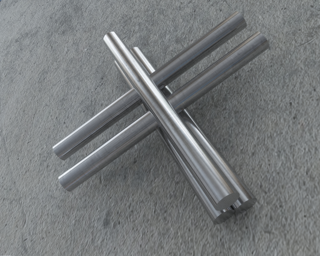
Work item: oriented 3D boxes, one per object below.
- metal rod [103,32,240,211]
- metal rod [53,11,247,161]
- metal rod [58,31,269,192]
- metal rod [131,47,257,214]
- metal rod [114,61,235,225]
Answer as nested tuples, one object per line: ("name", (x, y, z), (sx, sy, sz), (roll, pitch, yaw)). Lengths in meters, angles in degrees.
("metal rod", (-0.006, -0.033, 0.363), (0.025, 0.025, 0.300), (-37, 51, 3))
("metal rod", (-0.016, -0.054, 0.413), (0.300, 0.025, 0.025), (-36, 51, 3))
("metal rod", (0.002, -0.018, 0.382), (0.300, 0.025, 0.025), (-36, 51, 3))
("metal rod", (0.023, -0.020, 0.404), (0.025, 0.025, 0.300), (-36, 51, 4))
("metal rod", (0.002, -0.008, 0.408), (0.025, 0.025, 0.300), (-36, 51, 4))
